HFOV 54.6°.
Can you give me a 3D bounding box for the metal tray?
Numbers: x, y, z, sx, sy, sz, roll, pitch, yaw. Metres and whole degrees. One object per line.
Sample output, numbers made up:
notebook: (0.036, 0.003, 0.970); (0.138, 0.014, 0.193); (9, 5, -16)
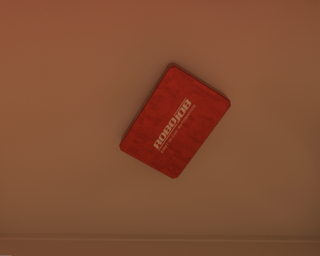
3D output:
metal tray: (0.018, -0.007, 0.406); (0.090, 0.030, 0.129); (31, 107, -11)
